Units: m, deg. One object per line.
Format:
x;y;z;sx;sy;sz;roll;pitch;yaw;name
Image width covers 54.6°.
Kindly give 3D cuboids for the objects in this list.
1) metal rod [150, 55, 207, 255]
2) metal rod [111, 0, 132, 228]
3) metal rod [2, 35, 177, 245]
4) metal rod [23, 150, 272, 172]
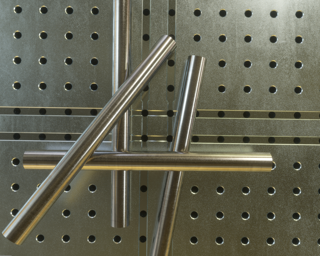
0.022;0.053;0.413;0.025;0.025;0.299;11;90;0;metal rod
-0.051;-0.020;0.413;0.025;0.025;0.298;1;90;0;metal rod
-0.073;0.001;0.373;0.025;0.025;0.300;36;74;0;metal rod
-0.015;0.041;0.387;0.302;0.025;0.025;1;90;0;metal rod
